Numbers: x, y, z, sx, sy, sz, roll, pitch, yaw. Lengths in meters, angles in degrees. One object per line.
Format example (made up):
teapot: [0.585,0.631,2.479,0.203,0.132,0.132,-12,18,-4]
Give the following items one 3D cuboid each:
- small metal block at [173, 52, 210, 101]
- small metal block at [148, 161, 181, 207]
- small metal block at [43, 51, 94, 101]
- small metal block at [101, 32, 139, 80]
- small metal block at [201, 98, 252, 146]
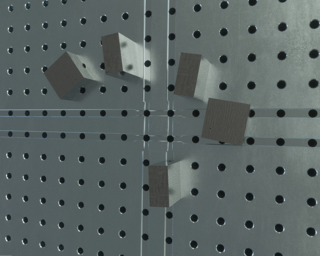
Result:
small metal block: [0.041,-0.062,0.385,0.025,0.050,0.050,12,94,20]
small metal block: [0.007,0.070,0.397,0.025,0.050,0.050,-2,89,20]
small metal block: [-0.136,-0.077,0.461,0.050,0.025,0.050,-38,78,16]
small metal block: [-0.053,-0.095,0.418,0.025,0.050,0.050,-8,87,20]
small metal block: [0.083,-0.008,0.384,0.050,0.025,0.050,12,94,19]
